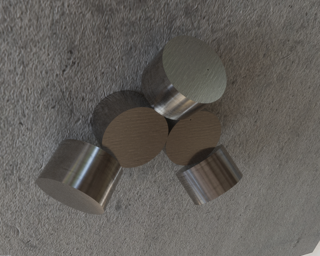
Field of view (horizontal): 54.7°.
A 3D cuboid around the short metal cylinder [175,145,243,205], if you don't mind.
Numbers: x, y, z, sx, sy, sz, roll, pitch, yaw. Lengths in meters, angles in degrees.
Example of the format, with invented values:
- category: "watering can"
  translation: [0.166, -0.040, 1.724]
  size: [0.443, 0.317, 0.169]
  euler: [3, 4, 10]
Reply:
- category: "short metal cylinder"
  translation: [0.069, 0.066, 0.443]
  size: [0.080, 0.080, 0.050]
  euler: [-32, 87, -7]

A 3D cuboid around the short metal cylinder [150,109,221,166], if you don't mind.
- category: "short metal cylinder"
  translation: [0.033, 0.003, 0.412]
  size: [0.081, 0.050, 0.079]
  euler: [-14, 124, -21]

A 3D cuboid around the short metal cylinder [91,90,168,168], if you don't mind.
- category: "short metal cylinder"
  translation: [-0.037, 0.001, 0.372]
  size: [0.081, 0.050, 0.079]
  euler: [-14, 124, -21]

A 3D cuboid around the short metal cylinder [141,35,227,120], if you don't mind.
- category: "short metal cylinder"
  translation: [0.026, -0.055, 0.345]
  size: [0.081, 0.080, 0.050]
  euler: [1, 160, -29]

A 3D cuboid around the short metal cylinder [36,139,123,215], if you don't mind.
- category: "short metal cylinder"
  translation: [-0.089, 0.056, 0.351]
  size: [0.080, 0.080, 0.050]
  euler: [55, 46, -39]
